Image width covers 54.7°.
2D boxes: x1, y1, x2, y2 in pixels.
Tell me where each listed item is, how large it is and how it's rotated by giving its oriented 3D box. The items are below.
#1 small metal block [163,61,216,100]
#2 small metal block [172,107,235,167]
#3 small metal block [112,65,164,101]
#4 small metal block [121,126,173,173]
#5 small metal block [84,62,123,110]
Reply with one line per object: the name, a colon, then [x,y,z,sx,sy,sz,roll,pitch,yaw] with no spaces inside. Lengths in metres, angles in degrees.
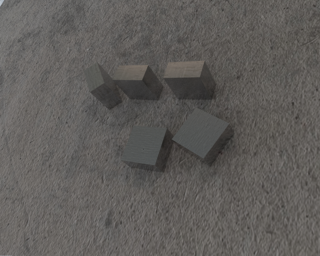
small metal block: [0.040,-0.061,0.404,0.050,0.050,0.025,4,64,30]
small metal block: [0.052,0.010,0.371,0.050,0.025,0.050,31,79,37]
small metal block: [-0.031,-0.064,0.443,0.050,0.050,0.025,6,65,31]
small metal block: [-0.015,0.026,0.396,0.050,0.025,0.050,5,64,30]
small metal block: [-0.087,-0.064,0.472,0.025,0.050,0.050,-31,52,8]
